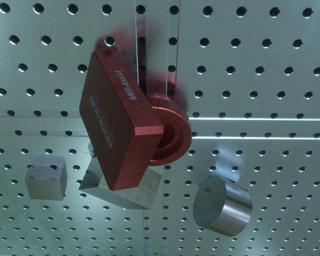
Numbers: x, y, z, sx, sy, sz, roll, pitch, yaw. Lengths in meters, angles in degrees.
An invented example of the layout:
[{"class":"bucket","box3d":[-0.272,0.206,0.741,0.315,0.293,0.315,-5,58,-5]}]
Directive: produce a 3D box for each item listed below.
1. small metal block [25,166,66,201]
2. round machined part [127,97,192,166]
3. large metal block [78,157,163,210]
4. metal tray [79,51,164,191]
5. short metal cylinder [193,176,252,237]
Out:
[{"class":"small metal block","box3d":[-0.177,0.087,0.484,0.050,0.025,0.050,5,130,-4]},{"class":"round machined part","box3d":[-0.009,0.001,0.400,0.099,0.042,0.097,-1,129,-1]},{"class":"large metal block","box3d":[-0.057,0.077,0.438,0.080,0.050,0.080,29,154,-23]},{"class":"metal tray","box3d":[-0.049,-0.011,0.333,0.030,0.130,0.089,-4,136,-32]},{"class":"short metal cylinder","box3d":[0.095,0.120,0.479,0.050,0.080,0.080,26,125,-21]}]
